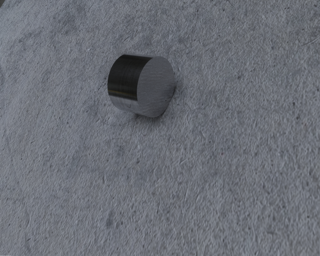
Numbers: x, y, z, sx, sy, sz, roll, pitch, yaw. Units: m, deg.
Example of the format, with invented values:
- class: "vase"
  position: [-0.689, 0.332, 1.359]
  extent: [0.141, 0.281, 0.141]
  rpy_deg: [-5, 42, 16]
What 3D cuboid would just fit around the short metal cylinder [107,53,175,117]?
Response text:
- class: "short metal cylinder"
  position: [-0.024, -0.058, 0.418]
  extent: [0.050, 0.080, 0.080]
  rpy_deg: [15, 70, 34]
